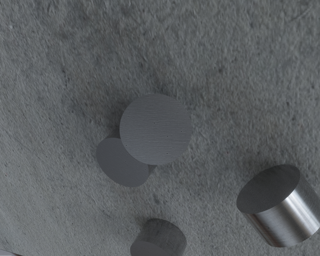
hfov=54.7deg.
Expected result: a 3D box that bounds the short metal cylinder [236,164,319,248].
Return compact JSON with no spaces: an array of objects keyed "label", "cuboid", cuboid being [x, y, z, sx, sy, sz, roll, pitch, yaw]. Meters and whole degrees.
[{"label":"short metal cylinder","cuboid":[0.136,0.087,0.353,0.080,0.080,0.050,-32,101,38]}]

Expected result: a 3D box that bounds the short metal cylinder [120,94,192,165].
[{"label":"short metal cylinder","cuboid":[-0.007,0.004,0.368,0.080,0.080,0.050,41,172,-1]}]

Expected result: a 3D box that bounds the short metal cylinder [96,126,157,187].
[{"label":"short metal cylinder","cuboid":[-0.041,0.035,0.432,0.080,0.050,0.079,13,124,20]}]

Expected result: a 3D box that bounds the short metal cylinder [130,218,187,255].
[{"label":"short metal cylinder","cuboid":[-0.002,0.198,0.513,0.080,0.050,0.079,13,124,20]}]
